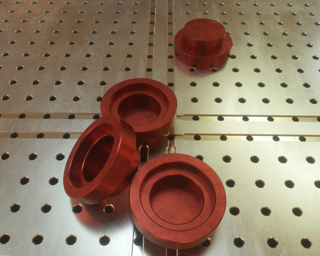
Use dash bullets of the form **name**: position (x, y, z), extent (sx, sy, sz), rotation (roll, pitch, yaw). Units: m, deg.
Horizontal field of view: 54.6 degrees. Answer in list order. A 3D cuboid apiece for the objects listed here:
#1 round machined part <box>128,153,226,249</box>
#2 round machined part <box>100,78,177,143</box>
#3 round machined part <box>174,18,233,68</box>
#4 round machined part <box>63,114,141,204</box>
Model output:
- **round machined part**: position (0.017, 0.079, 0.328), extent (0.099, 0.042, 0.098), rotation (3, 52, -3)
- **round machined part**: position (-0.027, -0.019, 0.412), extent (0.099, 0.042, 0.098), rotation (0, 50, 0)
- **round machined part**: position (0.073, -0.148, 0.522), extent (0.099, 0.042, 0.098), rotation (0, 50, 0)
- **round machined part**: position (-0.060, 0.037, 0.343), extent (0.098, 0.042, 0.098), rotation (-30, 43, 32)
